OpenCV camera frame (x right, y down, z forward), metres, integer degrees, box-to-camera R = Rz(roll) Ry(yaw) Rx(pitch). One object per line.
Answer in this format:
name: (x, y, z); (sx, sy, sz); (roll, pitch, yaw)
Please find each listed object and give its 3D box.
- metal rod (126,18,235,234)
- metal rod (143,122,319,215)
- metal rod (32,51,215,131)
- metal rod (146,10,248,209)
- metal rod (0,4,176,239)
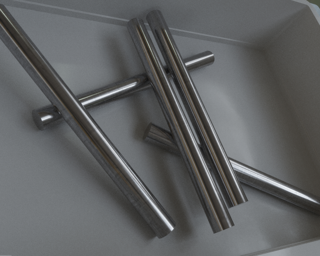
metal rod: (0.017, -0.018, 0.392); (0.025, 0.025, 0.299); (-9, 66, -32)
metal rod: (0.118, 0.063, 0.429); (0.302, 0.025, 0.025); (24, 53, -14)
metal rod: (-0.026, -0.063, 0.429); (0.302, 0.025, 0.025); (-27, 77, -37)
metal rod: (0.042, -0.040, 0.418); (0.025, 0.025, 0.299); (-8, 66, -32)
metal rod: (-0.084, -0.005, 0.335); (0.300, 0.025, 0.025); (52, 51, -2)
